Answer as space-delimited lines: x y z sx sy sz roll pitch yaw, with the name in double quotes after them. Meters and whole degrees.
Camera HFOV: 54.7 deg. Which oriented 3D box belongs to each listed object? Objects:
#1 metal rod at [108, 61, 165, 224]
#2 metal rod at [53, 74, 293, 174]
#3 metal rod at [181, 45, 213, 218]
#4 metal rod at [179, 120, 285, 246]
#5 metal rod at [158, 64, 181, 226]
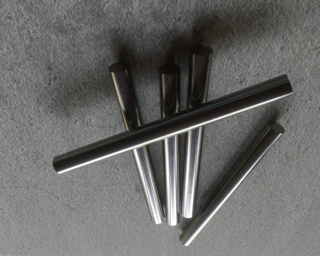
-0.024 0.044 0.443 0.025 0.025 0.298 -6 130 5 "metal rod"
0.002 0.001 0.373 0.301 0.025 0.025 -19 128 15 "metal rod"
0.046 0.029 0.432 0.025 0.025 0.298 -1 130 0 "metal rod"
0.100 0.105 0.497 0.025 0.025 0.298 16 128 -13 "metal rod"
0.017 0.047 0.446 0.025 0.025 0.298 -2 130 1 "metal rod"
